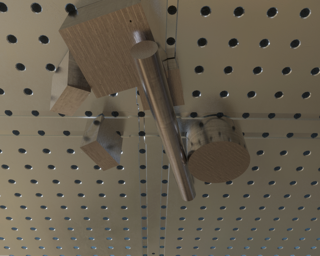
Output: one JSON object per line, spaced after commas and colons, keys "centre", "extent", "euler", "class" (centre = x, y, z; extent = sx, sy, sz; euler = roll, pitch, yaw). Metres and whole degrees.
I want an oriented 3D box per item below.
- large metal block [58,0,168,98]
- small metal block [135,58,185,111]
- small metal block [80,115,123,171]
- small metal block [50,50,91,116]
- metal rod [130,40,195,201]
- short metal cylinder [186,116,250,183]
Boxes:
{"centre": [-0.043, -0.086, 0.320], "extent": [0.080, 0.050, 0.080], "euler": [-15, 129, 11], "class": "large metal block"}
{"centre": [0.001, -0.051, 0.368], "extent": [0.050, 0.025, 0.050], "euler": [-8, 130, 6], "class": "small metal block"}
{"centre": [-0.076, 0.020, 0.411], "extent": [0.025, 0.050, 0.050], "euler": [-23, 127, 18], "class": "small metal block"}
{"centre": [-0.099, -0.049, 0.343], "extent": [0.025, 0.050, 0.050], "euler": [16, 142, -34], "class": "small metal block"}
{"centre": [0.016, 0.019, 0.389], "extent": [0.025, 0.025, 0.299], "euler": [-9, 142, 7], "class": "metal rod"}
{"centre": [0.077, 0.030, 0.422], "extent": [0.081, 0.050, 0.079], "euler": [0, 130, 0], "class": "short metal cylinder"}
